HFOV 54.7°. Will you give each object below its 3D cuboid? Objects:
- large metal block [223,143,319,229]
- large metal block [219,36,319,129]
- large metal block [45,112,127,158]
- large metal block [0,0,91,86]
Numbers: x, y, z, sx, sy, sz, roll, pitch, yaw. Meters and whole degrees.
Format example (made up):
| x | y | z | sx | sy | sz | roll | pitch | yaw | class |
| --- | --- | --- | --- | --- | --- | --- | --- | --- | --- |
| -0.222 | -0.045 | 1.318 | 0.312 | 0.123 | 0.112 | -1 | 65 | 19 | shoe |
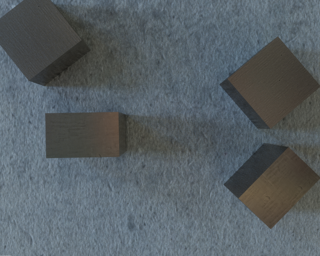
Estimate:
| x | y | z | sx | sy | sz | roll | pitch | yaw | class |
| --- | --- | --- | --- | --- | --- | --- | --- | --- | --- |
| 0.133 | 0.067 | 0.384 | 0.050 | 0.080 | 0.080 | 44 | 90 | -1 | large metal block |
| 0.138 | -0.055 | 0.399 | 0.080 | 0.050 | 0.080 | -40 | 91 | 0 | large metal block |
| -0.086 | 0.008 | 0.381 | 0.081 | 0.080 | 0.050 | -1 | 90 | -1 | large metal block |
| -0.150 | -0.113 | 0.395 | 0.080 | 0.050 | 0.080 | -38 | 91 | 0 | large metal block |
